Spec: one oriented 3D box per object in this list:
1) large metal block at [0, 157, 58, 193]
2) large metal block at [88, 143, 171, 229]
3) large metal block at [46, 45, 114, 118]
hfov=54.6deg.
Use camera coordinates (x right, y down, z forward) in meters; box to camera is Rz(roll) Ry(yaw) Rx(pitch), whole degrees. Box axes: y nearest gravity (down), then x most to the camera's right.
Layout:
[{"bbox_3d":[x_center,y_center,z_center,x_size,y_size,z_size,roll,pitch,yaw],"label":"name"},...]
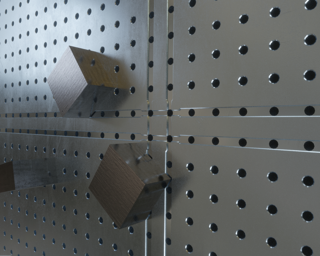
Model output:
[{"bbox_3d":[-0.254,0.089,0.586,0.080,0.081,0.050,-16,80,39],"label":"large metal block"},{"bbox_3d":[-0.044,0.077,0.431,0.080,0.050,0.080,43,116,31],"label":"large metal block"},{"bbox_3d":[-0.131,-0.072,0.503,0.080,0.050,0.080,-44,64,31],"label":"large metal block"}]
